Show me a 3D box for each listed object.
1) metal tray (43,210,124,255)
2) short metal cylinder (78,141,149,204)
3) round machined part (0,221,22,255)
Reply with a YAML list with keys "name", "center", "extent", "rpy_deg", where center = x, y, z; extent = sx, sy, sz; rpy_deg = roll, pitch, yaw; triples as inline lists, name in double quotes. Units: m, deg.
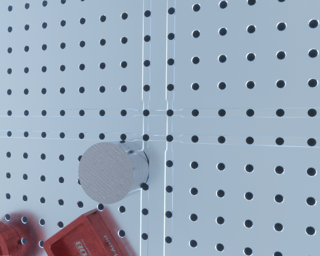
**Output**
- name: "metal tray"
  center: [-0.100, 0.197, 0.444]
  extent: [0.090, 0.030, 0.130]
  rpy_deg: [-37, 78, 16]
- name: "short metal cylinder"
  center: [-0.062, 0.058, 0.421]
  extent: [0.080, 0.050, 0.079]
  rpy_deg: [0, 90, 20]
- name: "round machined part"
  center: [-0.264, 0.195, 0.497]
  extent: [0.098, 0.042, 0.097]
  rpy_deg: [0, 90, 20]
